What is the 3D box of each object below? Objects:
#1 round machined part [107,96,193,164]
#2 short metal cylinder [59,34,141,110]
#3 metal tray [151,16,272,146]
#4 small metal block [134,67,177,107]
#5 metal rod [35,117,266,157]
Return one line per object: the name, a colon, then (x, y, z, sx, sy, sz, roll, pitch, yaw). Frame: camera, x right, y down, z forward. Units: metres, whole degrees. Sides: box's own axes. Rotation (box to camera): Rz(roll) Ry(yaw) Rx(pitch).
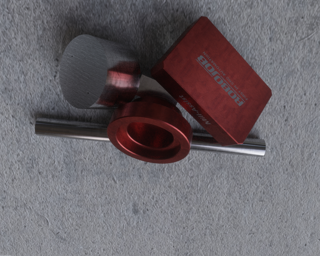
round machined part: (-0.010, 0.000, 0.369, 0.098, 0.042, 0.098, 10, 146, 7)
short metal cylinder: (-0.069, -0.061, 0.353, 0.080, 0.050, 0.079, 1, 92, 37)
metal tray: (0.064, -0.052, 0.362, 0.130, 0.030, 0.090, 43, 66, -15)
small metal block: (-0.002, -0.049, 0.378, 0.050, 0.050, 0.025, 22, 109, -8)
metal rod: (-0.010, 0.013, 0.416, 0.302, 0.025, 0.025, 6, 110, -3)
